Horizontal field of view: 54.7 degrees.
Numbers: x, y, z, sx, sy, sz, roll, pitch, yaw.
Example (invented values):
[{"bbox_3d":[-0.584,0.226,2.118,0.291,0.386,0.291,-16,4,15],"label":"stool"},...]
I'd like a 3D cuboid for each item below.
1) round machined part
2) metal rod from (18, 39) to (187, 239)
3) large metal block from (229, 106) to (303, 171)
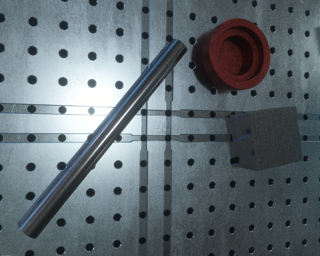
[{"bbox_3d":[0.104,-0.101,0.442,0.099,0.042,0.097,0,90,-20],"label":"round machined part"},{"bbox_3d":[-0.063,0.004,0.389,0.025,0.025,0.300,41,77,-16],"label":"metal rod"},{"bbox_3d":[0.155,0.014,0.457,0.081,0.050,0.079,-9,93,-20],"label":"large metal block"}]
